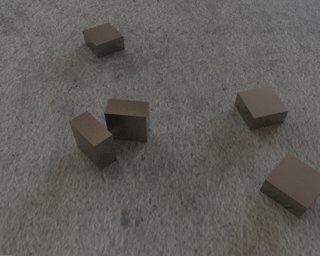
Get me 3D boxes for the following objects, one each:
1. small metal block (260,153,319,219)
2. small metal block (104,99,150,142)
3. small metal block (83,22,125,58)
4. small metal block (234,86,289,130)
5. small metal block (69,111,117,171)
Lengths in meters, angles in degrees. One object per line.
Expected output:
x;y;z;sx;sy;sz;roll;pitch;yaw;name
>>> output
0.152;0.064;0.351;0.050;0.025;0.050;36;59;26;small metal block
-0.040;-0.009;0.394;0.050;0.050;0.025;5;50;4;small metal block
-0.096;-0.150;0.528;0.050;0.025;0.050;-27;55;-21;small metal block
0.139;-0.028;0.429;0.050;0.025;0.050;-12;51;-10;small metal block
-0.080;0.016;0.373;0.025;0.050;0.050;-35;59;-26;small metal block
